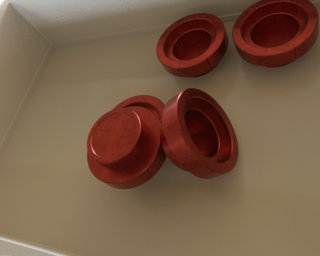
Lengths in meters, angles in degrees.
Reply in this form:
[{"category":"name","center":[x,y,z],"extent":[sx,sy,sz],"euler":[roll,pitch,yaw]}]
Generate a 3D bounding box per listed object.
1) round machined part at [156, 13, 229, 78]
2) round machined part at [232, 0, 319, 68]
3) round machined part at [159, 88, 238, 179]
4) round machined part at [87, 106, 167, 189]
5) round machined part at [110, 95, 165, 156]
[{"category":"round machined part","center":[0.048,-0.110,0.436],"extent":[0.098,0.042,0.098],"euler":[-13,56,20]},{"category":"round machined part","center":[0.145,-0.116,0.389],"extent":[0.098,0.042,0.098],"euler":[-13,56,20]},{"category":"round machined part","center":[0.038,0.009,0.338],"extent":[0.042,0.099,0.098],"euler":[-31,48,39]},{"category":"round machined part","center":[-0.043,0.016,0.352],"extent":[0.098,0.042,0.098],"euler":[-13,57,21]},{"category":"round machined part","center":[-0.026,0.009,0.402],"extent":[0.098,0.042,0.098],"euler":[-13,56,20]}]
